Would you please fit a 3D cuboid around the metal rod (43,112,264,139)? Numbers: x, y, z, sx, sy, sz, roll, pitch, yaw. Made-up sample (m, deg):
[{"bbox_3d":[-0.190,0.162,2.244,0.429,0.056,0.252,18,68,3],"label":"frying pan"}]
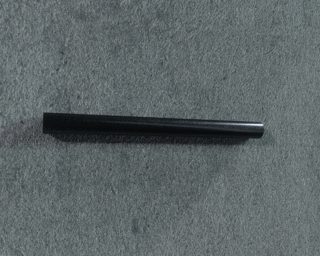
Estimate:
[{"bbox_3d":[0.006,-0.001,0.412,0.302,0.025,0.025,2,90,-20],"label":"metal rod"}]
